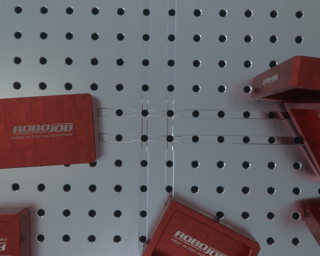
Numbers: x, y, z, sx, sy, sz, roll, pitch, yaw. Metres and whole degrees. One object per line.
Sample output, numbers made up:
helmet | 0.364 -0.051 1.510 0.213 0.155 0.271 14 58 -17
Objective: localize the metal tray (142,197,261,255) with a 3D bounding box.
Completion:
metal tray | 0.053 0.161 0.411 0.130 0.030 0.090 27 90 0

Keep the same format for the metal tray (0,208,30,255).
metal tray | -0.243 0.155 0.409 0.131 0.030 0.090 -1 90 0

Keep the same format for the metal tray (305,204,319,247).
metal tray | 0.263 0.127 0.380 0.131 0.090 0.030 -8 118 0

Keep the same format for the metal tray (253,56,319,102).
metal tray | 0.173 -0.050 0.362 0.090 0.130 0.030 7 90 0

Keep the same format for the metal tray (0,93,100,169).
metal tray | -0.149 0.004 0.410 0.131 0.030 0.090 -4 90 0

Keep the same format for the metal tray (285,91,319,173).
metal tray | 0.211 0.018 0.376 0.030 0.090 0.130 -30 95 0
